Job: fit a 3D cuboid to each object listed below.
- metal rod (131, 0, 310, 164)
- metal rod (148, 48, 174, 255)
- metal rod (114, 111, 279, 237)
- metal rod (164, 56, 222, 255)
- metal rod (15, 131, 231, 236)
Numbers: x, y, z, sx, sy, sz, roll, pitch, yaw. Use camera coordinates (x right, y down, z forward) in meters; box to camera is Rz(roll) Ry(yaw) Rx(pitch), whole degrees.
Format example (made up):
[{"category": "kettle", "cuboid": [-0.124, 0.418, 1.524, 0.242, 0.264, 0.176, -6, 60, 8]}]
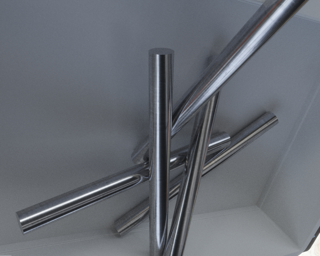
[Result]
[{"category": "metal rod", "cuboid": [0.044, -0.039, 0.321, 0.025, 0.025, 0.298, 6, 144, -32]}, {"category": "metal rod", "cuboid": [-0.001, 0.055, 0.373, 0.025, 0.025, 0.298, -12, 122, -22]}, {"category": "metal rod", "cuboid": [0.060, 0.069, 0.485, 0.301, 0.025, 0.025, -35, 129, -6]}, {"category": "metal rod", "cuboid": [0.044, 0.055, 0.410, 0.025, 0.025, 0.298, 9, 95, -33]}, {"category": "metal rod", "cuboid": [-0.021, 0.057, 0.394, 0.302, 0.025, 0.025, -18, 127, -33]}]
